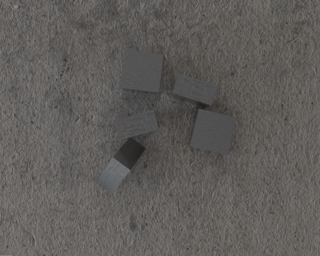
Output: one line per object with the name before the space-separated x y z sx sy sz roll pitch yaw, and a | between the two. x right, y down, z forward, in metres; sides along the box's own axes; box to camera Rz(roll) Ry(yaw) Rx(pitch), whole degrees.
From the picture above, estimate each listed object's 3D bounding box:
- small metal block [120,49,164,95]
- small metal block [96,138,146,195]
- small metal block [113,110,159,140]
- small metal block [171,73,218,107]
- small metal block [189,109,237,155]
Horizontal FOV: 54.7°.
small metal block | -0.023 -0.073 0.410 0.050 0.025 0.050 7 90 0
small metal block | -0.048 0.047 0.387 0.025 0.050 0.050 37 123 0
small metal block | -0.029 -0.004 0.397 0.050 0.050 0.025 -15 90 0
small metal block | 0.042 -0.047 0.398 0.050 0.050 0.025 17 90 0
small metal block | 0.069 0.005 0.410 0.050 0.025 0.050 14 90 0
